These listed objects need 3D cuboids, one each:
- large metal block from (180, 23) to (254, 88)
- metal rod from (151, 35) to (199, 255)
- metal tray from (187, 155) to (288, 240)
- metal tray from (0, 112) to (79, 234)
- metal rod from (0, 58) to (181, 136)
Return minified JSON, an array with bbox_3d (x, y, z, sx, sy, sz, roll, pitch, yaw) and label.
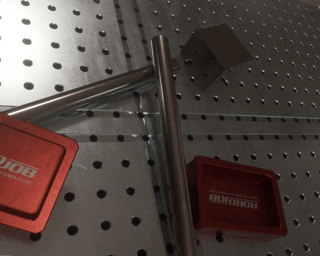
[{"bbox_3d":[0.096,-0.123,0.522,0.081,0.050,0.080,-25,76,-37],"label":"large metal block"},{"bbox_3d":[0.015,0.012,0.391,0.025,0.025,0.299,5,65,-26],"label":"metal rod"},{"bbox_3d":[0.098,0.092,0.403,0.131,0.030,0.090,13,56,-21],"label":"metal tray"},{"bbox_3d":[-0.152,0.031,0.281,0.131,0.030,0.090,23,78,-15],"label":"metal tray"},{"bbox_3d":[-0.085,-0.043,0.389,0.302,0.025,0.025,-26,76,-37],"label":"metal rod"}]
